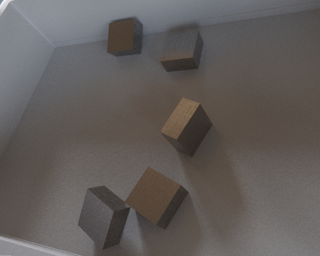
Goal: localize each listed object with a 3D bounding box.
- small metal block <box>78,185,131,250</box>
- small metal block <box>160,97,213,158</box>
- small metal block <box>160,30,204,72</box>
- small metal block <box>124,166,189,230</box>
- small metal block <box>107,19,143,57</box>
[{"bbox_3d":[-0.066,0.103,0.362,0.050,0.025,0.050,28,107,37],"label":"small metal block"},{"bbox_3d":[0.033,0.000,0.371,0.025,0.050,0.050,24,75,36],"label":"small metal block"},{"bbox_3d":[0.033,-0.113,0.456,0.050,0.025,0.050,-1,61,27],"label":"small metal block"},{"bbox_3d":[-0.004,0.080,0.358,0.050,0.025,0.050,25,75,36],"label":"small metal block"},{"bbox_3d":[-0.058,-0.149,0.514,0.050,0.025,0.050,1,86,28],"label":"small metal block"}]
